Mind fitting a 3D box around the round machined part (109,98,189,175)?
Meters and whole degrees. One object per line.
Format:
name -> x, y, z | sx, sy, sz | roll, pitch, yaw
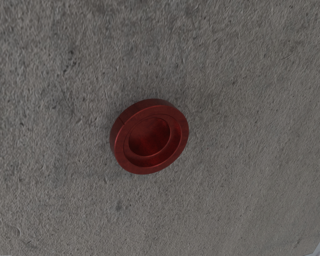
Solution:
round machined part -> -0.016, 0.007, 0.390 | 0.099, 0.042, 0.097 | -14, 124, -21
